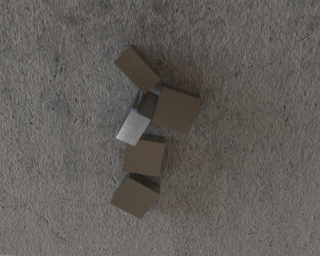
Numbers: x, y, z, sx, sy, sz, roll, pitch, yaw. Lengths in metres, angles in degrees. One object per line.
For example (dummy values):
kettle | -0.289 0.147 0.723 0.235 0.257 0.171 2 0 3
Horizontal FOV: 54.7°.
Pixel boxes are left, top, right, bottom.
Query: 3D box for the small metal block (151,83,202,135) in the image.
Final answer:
small metal block | 0.020 -0.025 0.401 0.050 0.025 0.050 18 109 -7

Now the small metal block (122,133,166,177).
small metal block | -0.022 0.035 0.422 0.050 0.025 0.050 10 110 -4

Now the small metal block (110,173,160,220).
small metal block | -0.035 0.095 0.444 0.050 0.025 0.050 32 107 -11

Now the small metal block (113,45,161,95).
small metal block | -0.026 -0.071 0.369 0.025 0.050 0.050 -42 105 11

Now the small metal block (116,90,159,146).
small metal block | -0.028 -0.014 0.383 0.025 0.050 0.050 26 130 -10
